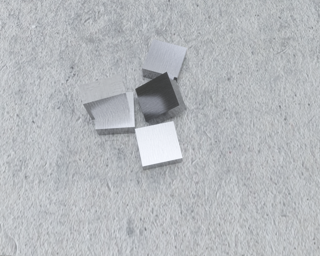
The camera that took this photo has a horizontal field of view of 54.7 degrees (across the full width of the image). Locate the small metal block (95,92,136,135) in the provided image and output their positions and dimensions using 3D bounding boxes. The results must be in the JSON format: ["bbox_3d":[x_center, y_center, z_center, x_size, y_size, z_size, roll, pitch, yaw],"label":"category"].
[{"bbox_3d":[-0.059,-0.019,0.414,0.050,0.025,0.050,-4,70,-2],"label":"small metal block"}]

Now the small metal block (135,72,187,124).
[{"bbox_3d":[0.001,-0.038,0.411,0.050,0.025,0.050,-26,70,20],"label":"small metal block"}]

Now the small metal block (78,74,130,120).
[{"bbox_3d":[-0.067,-0.037,0.381,0.050,0.050,0.025,-16,71,-6],"label":"small metal block"}]

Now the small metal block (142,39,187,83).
[{"bbox_3d":[0.007,-0.093,0.442,0.050,0.025,0.050,16,71,6],"label":"small metal block"}]

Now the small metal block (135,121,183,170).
[{"bbox_3d":[-0.002,0.023,0.399,0.050,0.025,0.050,-12,71,-4],"label":"small metal block"}]
